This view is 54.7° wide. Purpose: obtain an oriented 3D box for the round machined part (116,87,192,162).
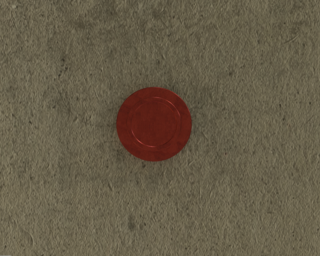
[{"bbox_3d":[-0.008,-0.005,0.402,0.099,0.042,0.097,0,90,-1],"label":"round machined part"}]
